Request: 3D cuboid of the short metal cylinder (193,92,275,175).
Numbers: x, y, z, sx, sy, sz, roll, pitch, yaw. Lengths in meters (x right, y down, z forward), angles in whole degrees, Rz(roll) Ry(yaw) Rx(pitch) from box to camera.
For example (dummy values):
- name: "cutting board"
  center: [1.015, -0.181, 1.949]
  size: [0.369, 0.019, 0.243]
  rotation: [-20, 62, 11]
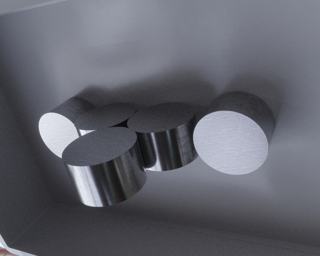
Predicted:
- name: "short metal cylinder"
  center: [0.084, 0.005, 0.349]
  size: [0.080, 0.050, 0.079]
  rotation: [13, 124, 21]

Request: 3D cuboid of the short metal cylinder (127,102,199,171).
- name: "short metal cylinder"
  center: [0.006, 0.008, 0.373]
  size: [0.080, 0.080, 0.050]
  rotation: [2, 119, 27]

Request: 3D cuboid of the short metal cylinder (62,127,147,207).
- name: "short metal cylinder"
  center: [-0.059, 0.039, 0.338]
  size: [0.080, 0.080, 0.050]
  rotation: [2, 119, 27]

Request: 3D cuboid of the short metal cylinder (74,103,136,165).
- name: "short metal cylinder"
  center: [-0.066, 0.006, 0.409]
  size: [0.080, 0.080, 0.050]
  rotation: [2, 119, 27]

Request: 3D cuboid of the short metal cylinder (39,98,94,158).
- name: "short metal cylinder"
  center: [-0.130, 0.002, 0.460]
  size: [0.080, 0.050, 0.079]
  rotation: [13, 124, 21]
